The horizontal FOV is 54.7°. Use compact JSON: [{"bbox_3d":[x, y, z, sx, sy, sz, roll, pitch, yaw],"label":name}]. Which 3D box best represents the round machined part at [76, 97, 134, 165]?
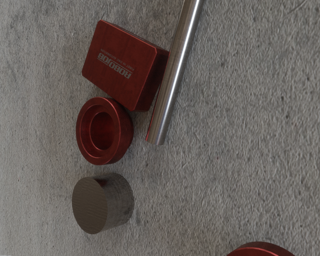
[{"bbox_3d":[-0.077,0.004,0.455,0.098,0.042,0.097,0,90,39],"label":"round machined part"}]

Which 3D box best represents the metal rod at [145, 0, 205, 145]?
[{"bbox_3d":[0.032,-0.122,0.376,0.025,0.025,0.298,25,106,37],"label":"metal rod"}]

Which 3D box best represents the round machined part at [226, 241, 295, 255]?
[{"bbox_3d":[0.108,0.161,0.304,0.098,0.042,0.097,0,90,39],"label":"round machined part"}]

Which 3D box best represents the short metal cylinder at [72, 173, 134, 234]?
[{"bbox_3d":[-0.084,0.109,0.456,0.080,0.050,0.079,0,90,39],"label":"short metal cylinder"}]

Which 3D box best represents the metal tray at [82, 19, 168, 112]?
[{"bbox_3d":[-0.054,-0.090,0.444,0.130,0.030,0.089,36,112,33],"label":"metal tray"}]
